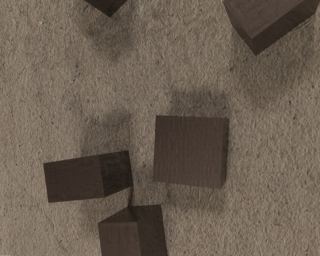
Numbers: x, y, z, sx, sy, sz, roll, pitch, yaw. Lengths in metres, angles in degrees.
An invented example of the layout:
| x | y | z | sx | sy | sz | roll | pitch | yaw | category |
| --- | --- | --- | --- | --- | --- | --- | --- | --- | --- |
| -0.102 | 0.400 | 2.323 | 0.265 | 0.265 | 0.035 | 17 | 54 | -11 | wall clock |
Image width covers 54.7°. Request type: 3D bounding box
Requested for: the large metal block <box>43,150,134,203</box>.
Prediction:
| x | y | z | sx | sy | sz | roll | pitch | yaw | category |
| --- | --- | --- | --- | --- | --- | --- | --- | --- | --- |
| -0.092 | 0.062 | 0.411 | 0.080 | 0.080 | 0.050 | -10 | 87 | 19 | large metal block |

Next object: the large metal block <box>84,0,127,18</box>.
| x | y | z | sx | sy | sz | roll | pitch | yaw | category |
| --- | --- | --- | --- | --- | --- | --- | --- | --- | --- |
| -0.091 | -0.206 | 0.410 | 0.050 | 0.080 | 0.080 | -40 | 78 | 15 | large metal block |

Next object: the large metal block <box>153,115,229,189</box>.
| x | y | z | sx | sy | sz | roll | pitch | yaw | category |
| --- | --- | --- | --- | --- | --- | --- | --- | --- | --- |
| 0.039 | 0.026 | 0.381 | 0.080 | 0.050 | 0.079 | 3 | 91 | 19 | large metal block |

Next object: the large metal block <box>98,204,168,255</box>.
| x | y | z | sx | sy | sz | roll | pitch | yaw | category |
| --- | --- | --- | --- | --- | --- | --- | --- | --- | --- |
| -0.031 | 0.147 | 0.390 | 0.050 | 0.080 | 0.080 | -9 | 87 | 19 | large metal block |

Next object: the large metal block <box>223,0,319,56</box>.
| x | y | z | sx | sy | sz | roll | pitch | yaw | category |
| --- | --- | --- | --- | --- | --- | --- | --- | --- | --- |
| 0.122 | -0.131 | 0.337 | 0.080 | 0.080 | 0.050 | -36 | 79 | 16 | large metal block |
